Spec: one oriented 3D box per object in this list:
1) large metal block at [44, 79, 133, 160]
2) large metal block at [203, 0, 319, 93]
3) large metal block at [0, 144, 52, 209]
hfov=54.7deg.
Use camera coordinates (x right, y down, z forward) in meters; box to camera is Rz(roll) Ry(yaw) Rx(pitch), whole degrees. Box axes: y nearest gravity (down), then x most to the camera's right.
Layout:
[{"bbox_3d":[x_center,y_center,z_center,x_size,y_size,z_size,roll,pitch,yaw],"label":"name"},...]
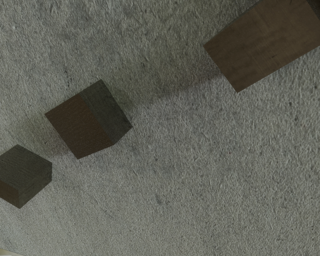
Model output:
[{"bbox_3d":[-0.100,-0.011,0.437,0.080,0.050,0.080,-22,107,36],"label":"large metal block"},{"bbox_3d":[0.095,-0.085,0.269,0.080,0.080,0.050,-31,101,38],"label":"large metal block"},{"bbox_3d":[-0.255,0.085,0.559,0.080,0.080,0.050,25,127,12],"label":"large metal block"}]
